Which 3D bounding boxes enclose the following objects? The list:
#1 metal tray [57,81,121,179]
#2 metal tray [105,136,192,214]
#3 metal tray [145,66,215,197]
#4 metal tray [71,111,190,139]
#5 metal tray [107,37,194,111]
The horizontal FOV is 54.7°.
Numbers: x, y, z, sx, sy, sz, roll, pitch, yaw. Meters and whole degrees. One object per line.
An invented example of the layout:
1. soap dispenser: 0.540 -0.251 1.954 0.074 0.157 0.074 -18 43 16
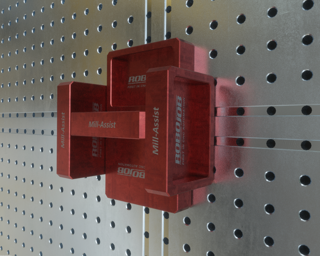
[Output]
1. metal tray: -0.100 0.003 0.446 0.030 0.091 0.129 1 91 40
2. metal tray: -0.020 0.057 0.418 0.130 0.030 0.089 1 91 39
3. metal tray: 0.025 0.003 0.344 0.030 0.091 0.129 1 91 40
4. metal tray: -0.039 -0.004 0.395 0.130 0.091 0.030 1 91 39
5. metal tray: -0.018 -0.064 0.418 0.130 0.030 0.089 1 91 39
